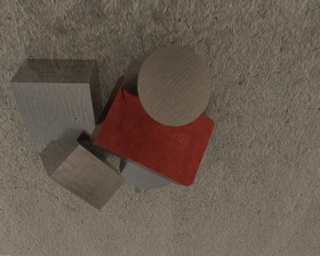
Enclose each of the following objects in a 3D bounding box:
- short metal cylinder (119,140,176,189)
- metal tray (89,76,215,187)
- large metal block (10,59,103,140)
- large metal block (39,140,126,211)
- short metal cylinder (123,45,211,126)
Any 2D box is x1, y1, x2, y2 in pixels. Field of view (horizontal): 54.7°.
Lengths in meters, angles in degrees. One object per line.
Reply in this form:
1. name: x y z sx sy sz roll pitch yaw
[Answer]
1. short metal cylinder: -0.013 0.039 0.426 0.081 0.050 0.079 0 130 0
2. metal tray: -0.005 0.004 0.371 0.131 0.090 0.030 29 164 -22
3. large metal block: -0.114 -0.032 0.361 0.081 0.050 0.079 1 130 -1
4. large metal block: -0.103 0.051 0.406 0.050 0.080 0.080 -50 122 -7
5. short metal cylinder: 0.006 -0.043 0.330 0.081 0.050 0.079 -2 95 -23
